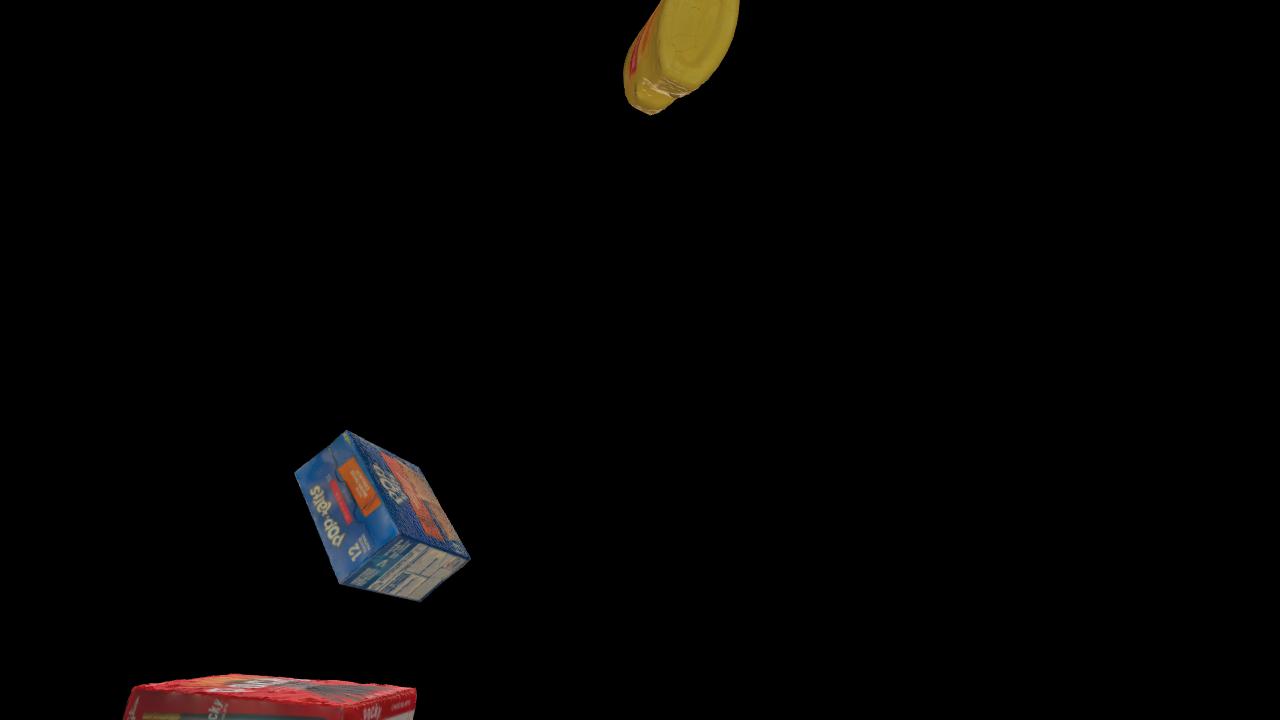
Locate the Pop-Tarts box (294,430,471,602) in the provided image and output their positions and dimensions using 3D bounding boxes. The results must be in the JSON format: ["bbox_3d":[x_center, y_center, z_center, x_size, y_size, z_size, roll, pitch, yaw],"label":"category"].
[{"bbox_3d":[-0.302,0.185,0.728,0.167,0.083,0.141,44,-6,34],"label":"Pop-Tarts box"}]

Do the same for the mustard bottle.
[{"bbox_3d":[0.021,-0.249,0.504,0.054,0.092,0.184,11,9,-15],"label":"mustard bottle"}]

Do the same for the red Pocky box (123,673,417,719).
[{"bbox_3d":[-0.237,0.227,0.401,0.155,0.028,0.083,-2,-20,11],"label":"red Pocky box"}]
